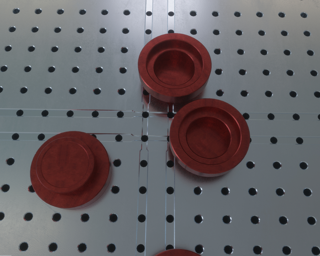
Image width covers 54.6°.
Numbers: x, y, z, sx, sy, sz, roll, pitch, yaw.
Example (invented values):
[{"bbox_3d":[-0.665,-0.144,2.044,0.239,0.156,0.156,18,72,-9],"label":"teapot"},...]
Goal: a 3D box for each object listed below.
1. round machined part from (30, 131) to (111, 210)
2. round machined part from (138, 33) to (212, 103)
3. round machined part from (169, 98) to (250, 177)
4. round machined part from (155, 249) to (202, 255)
[{"bbox_3d":[-0.112,0.049,0.384,0.099,0.042,0.098,0,70,0],"label":"round machined part"},{"bbox_3d":[0.020,-0.079,0.432,0.099,0.042,0.098,0,70,0],"label":"round machined part"},{"bbox_3d":[0.061,0.015,0.398,0.099,0.042,0.098,0,70,0],"label":"round machined part"},{"bbox_3d":[0.020,0.183,0.336,0.099,0.042,0.098,0,70,0],"label":"round machined part"}]
